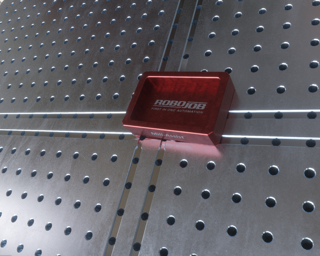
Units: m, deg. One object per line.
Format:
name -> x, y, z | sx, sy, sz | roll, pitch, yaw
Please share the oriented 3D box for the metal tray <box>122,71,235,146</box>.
metal tray -> 0.023, -0.030, 0.410 | 0.130, 0.030, 0.090 | 6, 65, 30
